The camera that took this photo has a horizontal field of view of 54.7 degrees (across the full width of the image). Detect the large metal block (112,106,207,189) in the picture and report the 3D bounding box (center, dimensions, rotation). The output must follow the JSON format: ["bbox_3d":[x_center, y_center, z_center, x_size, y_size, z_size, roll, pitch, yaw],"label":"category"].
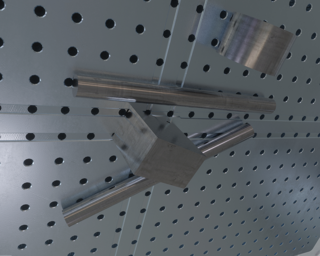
[{"bbox_3d":[-0.003,0.024,0.389,0.080,0.080,0.050,23,106,-37],"label":"large metal block"}]

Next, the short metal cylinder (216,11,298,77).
[{"bbox_3d":[0.115,-0.102,0.376,0.081,0.080,0.050,8,114,-32],"label":"short metal cylinder"}]

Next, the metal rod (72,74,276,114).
[{"bbox_3d":[0.040,-0.040,0.408,0.302,0.025,0.025,2,117,-30],"label":"metal rod"}]

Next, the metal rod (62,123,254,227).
[{"bbox_3d":[0.007,0.062,0.453,0.302,0.025,0.025,-24,127,-14],"label":"metal rod"}]
